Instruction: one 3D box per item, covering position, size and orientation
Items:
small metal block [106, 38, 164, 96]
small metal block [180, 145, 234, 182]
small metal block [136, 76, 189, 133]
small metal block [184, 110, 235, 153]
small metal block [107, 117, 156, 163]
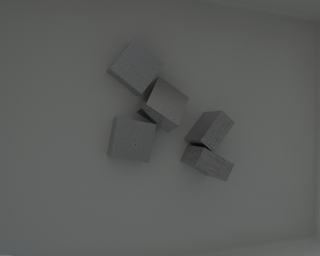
[{"bbox_3d":[-0.032,-0.077,0.399,0.050,0.025,0.050,39,78,-16],"label":"small metal block"},{"bbox_3d":[0.063,0.047,0.420,0.050,0.050,0.025,29,81,-18],"label":"small metal block"},{"bbox_3d":[0.005,-0.030,0.402,0.050,0.025,0.050,34,54,-17],"label":"small metal block"},{"bbox_3d":[0.066,0.004,0.421,0.025,0.050,0.050,41,77,-16],"label":"small metal block"},{"bbox_3d":[-0.037,0.015,0.397,0.050,0.025,0.050,11,87,-20],"label":"small metal block"}]
